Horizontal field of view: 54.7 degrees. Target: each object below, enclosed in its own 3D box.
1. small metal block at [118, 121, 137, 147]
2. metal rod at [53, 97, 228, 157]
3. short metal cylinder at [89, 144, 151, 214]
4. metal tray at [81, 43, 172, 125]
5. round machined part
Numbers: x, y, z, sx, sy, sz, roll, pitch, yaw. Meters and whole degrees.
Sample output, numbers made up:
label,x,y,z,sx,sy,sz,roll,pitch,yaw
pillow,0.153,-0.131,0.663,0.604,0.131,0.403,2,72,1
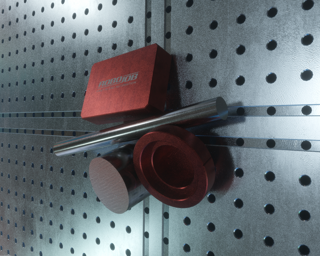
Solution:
label,x,y,z,sx,sy,sz,roll,pitch,yaw
small metal block,-0.030,0.015,0.443,0.050,0.025,0.050,23,104,37
metal rod,-0.050,0.007,0.414,0.300,0.025,0.025,-14,82,38
short metal cylinder,-0.051,0.067,0.417,0.080,0.050,0.079,21,122,38
metal tray,-0.049,-0.056,0.426,0.130,0.030,0.090,-6,67,39
round machined part,0.020,0.041,0.365,0.098,0.042,0.097,16,120,29
